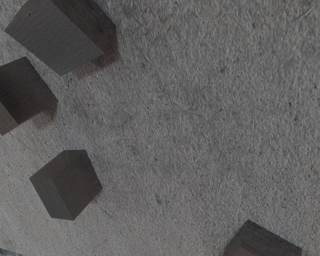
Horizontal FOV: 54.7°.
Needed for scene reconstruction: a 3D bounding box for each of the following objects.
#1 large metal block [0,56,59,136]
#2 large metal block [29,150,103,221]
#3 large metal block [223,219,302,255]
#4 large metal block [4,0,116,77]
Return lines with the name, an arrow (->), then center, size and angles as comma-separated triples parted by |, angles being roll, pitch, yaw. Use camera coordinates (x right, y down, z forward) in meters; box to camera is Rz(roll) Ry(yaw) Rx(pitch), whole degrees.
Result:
large metal block -> -0.214, -0.048, 0.455 | 0.050, 0.080, 0.080 | -24, 106, 36
large metal block -> -0.150, 0.091, 0.507 | 0.050, 0.080, 0.080 | -4, 117, 30
large metal block -> 0.138, 0.189, 0.435 | 0.080, 0.050, 0.079 | 28, 128, 10
large metal block -> -0.113, -0.116, 0.359 | 0.080, 0.050, 0.080 | -17, 137, 35
